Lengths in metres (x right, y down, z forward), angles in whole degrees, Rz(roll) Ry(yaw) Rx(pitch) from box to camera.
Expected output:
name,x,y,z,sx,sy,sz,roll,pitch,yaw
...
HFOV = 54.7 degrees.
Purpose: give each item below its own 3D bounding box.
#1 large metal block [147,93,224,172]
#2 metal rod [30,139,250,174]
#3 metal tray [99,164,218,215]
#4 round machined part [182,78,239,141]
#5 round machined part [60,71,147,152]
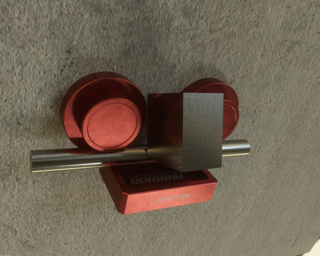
name,x,y,z,sx,sy,sz,roll,pitch,yaw
large metal block,0.026,0.000,0.354,0.050,0.080,0.079,-2,96,-28
metal rod,-0.004,0.033,0.401,0.303,0.025,0.025,-1,119,-28
metal tray,-0.003,0.062,0.404,0.131,0.090,0.030,-1,119,-28
round machined part,0.069,-0.016,0.426,0.099,0.042,0.097,-14,125,-21
round machined part,-0.060,-0.012,0.356,0.099,0.042,0.097,-14,125,-21
